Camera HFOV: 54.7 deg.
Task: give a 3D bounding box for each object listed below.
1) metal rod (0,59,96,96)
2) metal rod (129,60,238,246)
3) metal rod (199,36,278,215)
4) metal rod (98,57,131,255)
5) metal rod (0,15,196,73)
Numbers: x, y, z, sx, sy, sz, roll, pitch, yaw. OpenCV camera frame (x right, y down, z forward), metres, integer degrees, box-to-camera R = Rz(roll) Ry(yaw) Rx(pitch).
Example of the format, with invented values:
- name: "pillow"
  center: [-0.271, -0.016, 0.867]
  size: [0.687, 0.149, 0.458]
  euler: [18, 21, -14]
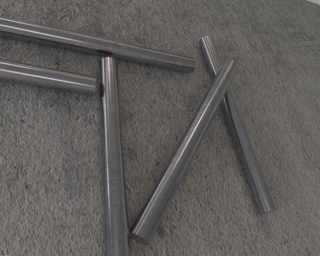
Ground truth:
- name: "metal rod"
  center: [-0.220, -0.071, 0.327]
  size: [0.302, 0.025, 0.025]
  euler: [8, 58, -24]
- name: "metal rod"
  center: [0.044, 0.009, 0.404]
  size: [0.025, 0.025, 0.301]
  euler: [35, 56, -5]
- name: "metal rod"
  center: [0.112, -0.020, 0.475]
  size: [0.025, 0.025, 0.299]
  euler: [0, 62, -28]
- name: "metal rod"
  center: [-0.053, 0.043, 0.348]
  size: [0.025, 0.025, 0.299]
  euler: [7, 59, -25]
- name: "metal rod"
  center: [-0.086, -0.113, 0.425]
  size: [0.302, 0.025, 0.025]
  euler: [6, 59, -25]
